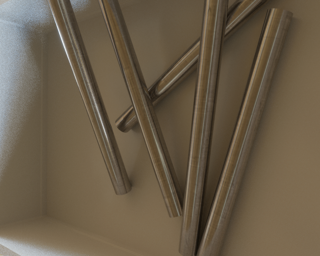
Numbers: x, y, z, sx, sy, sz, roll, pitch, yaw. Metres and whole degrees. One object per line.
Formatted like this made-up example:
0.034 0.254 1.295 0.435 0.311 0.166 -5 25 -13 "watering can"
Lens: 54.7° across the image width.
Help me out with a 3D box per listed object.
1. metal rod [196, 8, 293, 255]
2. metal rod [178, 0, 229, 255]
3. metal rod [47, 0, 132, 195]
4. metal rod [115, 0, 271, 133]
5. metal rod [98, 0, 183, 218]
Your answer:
0.085 0.027 0.336 0.025 0.025 0.298 22 104 38 "metal rod"
0.047 0.005 0.349 0.025 0.025 0.298 14 105 39 "metal rod"
-0.091 -0.045 0.406 0.025 0.025 0.298 1 114 40 "metal rod"
0.041 -0.086 0.372 0.299 0.025 0.025 -41 66 32 "metal rod"
-0.024 -0.034 0.393 0.025 0.025 0.299 -20 88 38 "metal rod"
